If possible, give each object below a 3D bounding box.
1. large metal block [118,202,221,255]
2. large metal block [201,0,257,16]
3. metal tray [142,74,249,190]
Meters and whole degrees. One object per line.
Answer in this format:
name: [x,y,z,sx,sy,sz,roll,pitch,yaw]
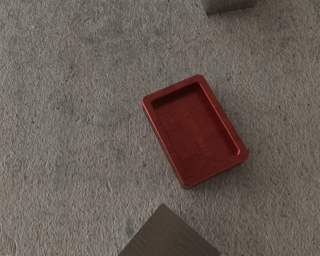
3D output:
large metal block: [0.007,0.143,0.343,0.080,0.050,0.080,39,74,13]
large metal block: [0.103,-0.230,0.480,0.081,0.050,0.080,-12,71,-4]
metal tray: [0.043,0.003,0.404,0.091,0.030,0.130,-24,72,-9]
